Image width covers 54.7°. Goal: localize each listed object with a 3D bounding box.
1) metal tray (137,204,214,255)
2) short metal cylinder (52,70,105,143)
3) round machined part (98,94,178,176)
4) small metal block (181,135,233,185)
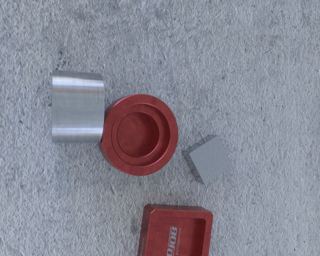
[{"bbox_3d":[0.017,0.171,0.413,0.091,0.030,0.129,9,87,-20],"label":"metal tray"},{"bbox_3d":[-0.094,-0.023,0.345,0.050,0.080,0.080,0,90,-20],"label":"short metal cylinder"},{"bbox_3d":[-0.030,0.008,0.385,0.099,0.042,0.097,-1,92,-27],"label":"round machined part"},{"bbox_3d":[0.066,0.044,0.434,0.050,0.025,0.050,-31,100,-18],"label":"small metal block"}]
